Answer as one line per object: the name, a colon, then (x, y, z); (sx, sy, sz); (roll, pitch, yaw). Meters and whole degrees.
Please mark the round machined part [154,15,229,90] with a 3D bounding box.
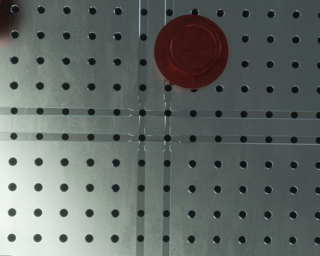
round machined part: (0.042, -0.100, 0.405); (0.099, 0.042, 0.097); (0, 90, -1)
